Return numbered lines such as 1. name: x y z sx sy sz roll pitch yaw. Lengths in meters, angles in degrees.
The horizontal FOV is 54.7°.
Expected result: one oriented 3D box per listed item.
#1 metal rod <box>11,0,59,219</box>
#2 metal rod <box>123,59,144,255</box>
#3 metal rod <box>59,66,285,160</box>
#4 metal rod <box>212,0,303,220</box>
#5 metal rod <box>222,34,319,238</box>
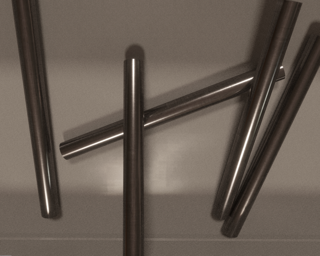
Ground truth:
1. metal rod: -0.159 -0.014 0.403 0.025 0.025 0.298 1 110 -1
2. metal rod: -0.032 0.067 0.372 0.025 0.025 0.298 0 86 0
3. metal rod: 0.010 -0.021 0.403 0.301 0.025 0.025 -20 109 7
4. metal rod: 0.113 -0.003 0.391 0.025 0.025 0.298 8 117 -4
5. metal rod: 0.151 0.024 0.422 0.025 0.025 0.298 16 109 -6
